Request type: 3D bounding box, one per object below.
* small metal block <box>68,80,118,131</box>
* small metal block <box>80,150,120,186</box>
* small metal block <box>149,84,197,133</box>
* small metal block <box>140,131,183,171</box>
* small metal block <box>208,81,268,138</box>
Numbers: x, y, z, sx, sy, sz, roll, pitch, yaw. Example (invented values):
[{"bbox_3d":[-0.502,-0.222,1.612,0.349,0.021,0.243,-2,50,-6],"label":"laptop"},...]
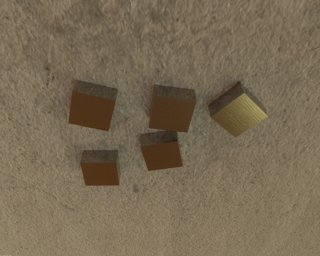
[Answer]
[{"bbox_3d":[-0.083,-0.027,0.383,0.050,0.025,0.050,12,129,-11],"label":"small metal block"},{"bbox_3d":[-0.086,0.059,0.456,0.050,0.025,0.050,0,130,-1],"label":"small metal block"},{"bbox_3d":[0.014,-0.024,0.387,0.050,0.025,0.050,7,130,-7],"label":"small metal block"},{"bbox_3d":[0.003,0.032,0.434,0.050,0.025,0.050,-9,130,6],"label":"small metal block"},{"bbox_3d":[0.098,-0.022,0.390,0.050,0.025,0.050,36,121,-27],"label":"small metal block"}]
